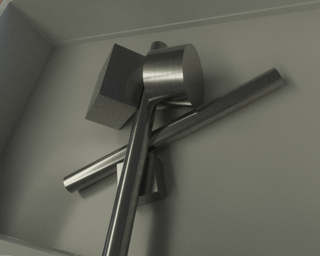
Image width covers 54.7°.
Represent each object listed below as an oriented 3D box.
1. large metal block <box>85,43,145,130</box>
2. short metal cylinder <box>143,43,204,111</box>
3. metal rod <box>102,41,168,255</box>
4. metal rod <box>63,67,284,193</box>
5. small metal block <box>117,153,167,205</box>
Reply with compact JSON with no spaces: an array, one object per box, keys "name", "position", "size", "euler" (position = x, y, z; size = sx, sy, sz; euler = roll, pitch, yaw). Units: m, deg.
[{"name":"large metal block","position":[-0.060,-0.053,0.425],"size":[0.080,0.050,0.080],"euler":[-40,34,57]},{"name":"short metal cylinder","position":[0.019,-0.063,0.395],"size":[0.050,0.080,0.080],"euler":[-3,60,25]},{"name":"metal rod","position":[-0.025,0.014,0.373],"size":[0.025,0.025,0.300],"euler":[-4,58,25]},{"name":"metal rod","position":[0.009,0.008,0.392],"size":[0.301,0.025,0.025],"euler":[-28,53,10]},{"name":"small metal block","position":[-0.023,0.064,0.376],"size":[0.050,0.025,0.050],"euler":[-19,54,16]}]
